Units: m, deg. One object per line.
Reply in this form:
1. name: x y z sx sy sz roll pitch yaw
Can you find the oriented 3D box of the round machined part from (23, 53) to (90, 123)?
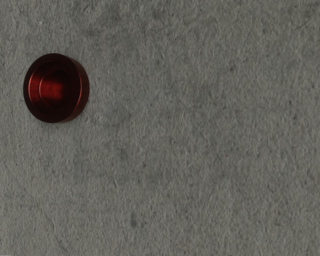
1. round machined part: -0.144 -0.055 0.449 0.098 0.042 0.097 0 90 19
